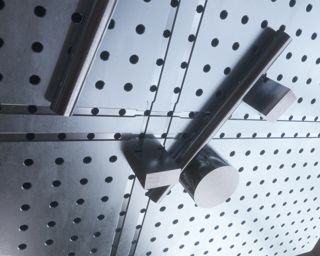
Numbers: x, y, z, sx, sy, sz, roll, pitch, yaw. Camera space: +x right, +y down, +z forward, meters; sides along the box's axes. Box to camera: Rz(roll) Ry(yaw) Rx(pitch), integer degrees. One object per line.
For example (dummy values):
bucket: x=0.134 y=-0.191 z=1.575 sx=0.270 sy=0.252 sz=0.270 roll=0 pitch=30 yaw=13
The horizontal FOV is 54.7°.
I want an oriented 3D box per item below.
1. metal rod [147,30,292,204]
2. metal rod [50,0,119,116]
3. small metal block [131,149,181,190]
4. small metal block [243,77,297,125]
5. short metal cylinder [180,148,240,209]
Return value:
metal rod: x=0.080 y=-0.010 z=0.448 sx=0.025 sy=0.025 sz=0.299 roll=31 pitch=101 yaw=-38
metal rod: x=-0.044 y=-0.146 z=0.296 sx=0.025 sy=0.025 sz=0.298 roll=15 pitch=111 yaw=-34
small metal block: x=-0.007 y=0.055 z=0.426 sx=0.050 sy=0.050 sz=0.025 roll=-6 pitch=121 yaw=-26
small metal block: x=0.162 y=-0.041 z=0.458 sx=0.050 sy=0.050 sz=0.025 roll=-49 pitch=129 yaw=6
short metal cylinder: x=0.076 y=0.078 z=0.485 sx=0.081 sy=0.050 sz=0.079 roll=-14 pitch=124 yaw=-21
